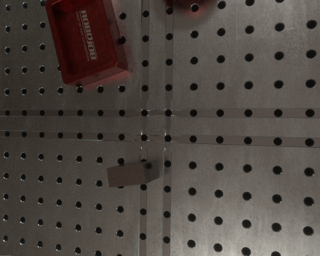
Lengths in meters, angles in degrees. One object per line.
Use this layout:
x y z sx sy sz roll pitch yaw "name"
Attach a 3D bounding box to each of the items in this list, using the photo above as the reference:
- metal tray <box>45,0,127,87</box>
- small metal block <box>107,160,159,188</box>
-0.107 -0.134 0.446 0.090 0.030 0.129 -16 85 18 "metal tray"
-0.035 0.060 0.411 0.050 0.050 0.025 -9 87 19 "small metal block"
